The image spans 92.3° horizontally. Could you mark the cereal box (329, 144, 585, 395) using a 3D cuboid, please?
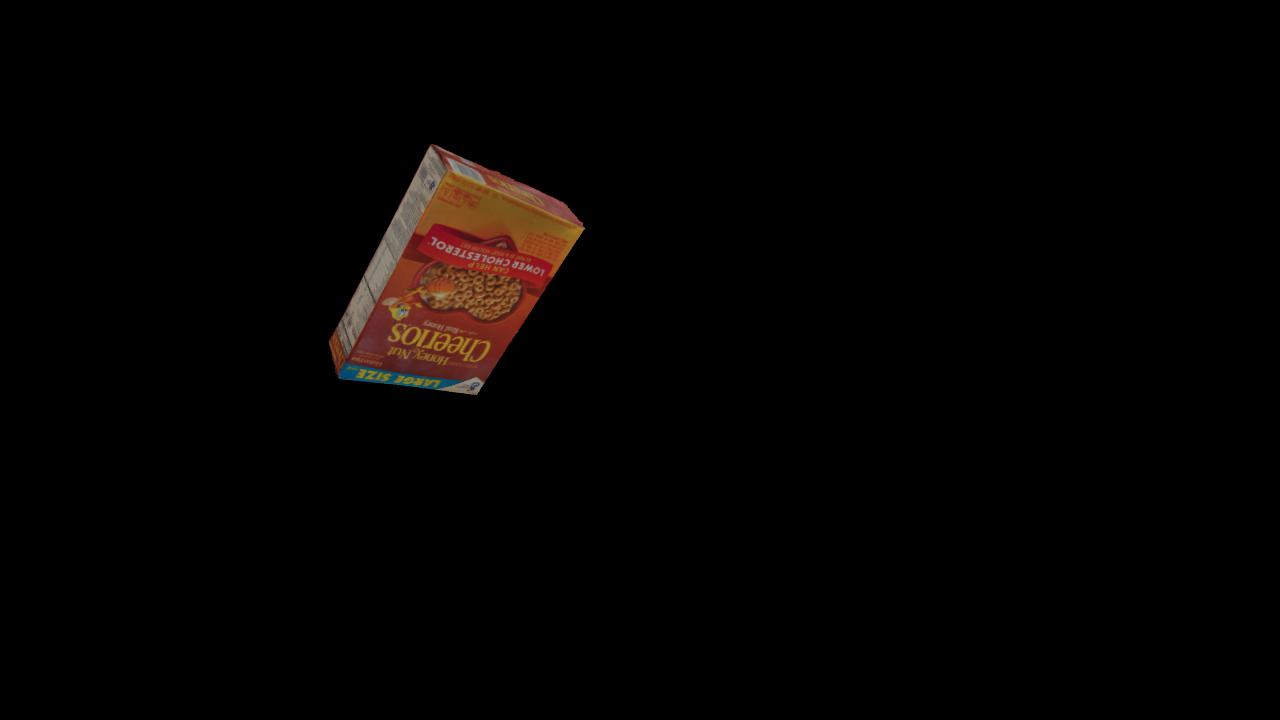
[{"bbox_3d":[-0.235,-0.094,0.790,0.203,0.306,0.081,14,31,-47],"label":"cereal box"}]
